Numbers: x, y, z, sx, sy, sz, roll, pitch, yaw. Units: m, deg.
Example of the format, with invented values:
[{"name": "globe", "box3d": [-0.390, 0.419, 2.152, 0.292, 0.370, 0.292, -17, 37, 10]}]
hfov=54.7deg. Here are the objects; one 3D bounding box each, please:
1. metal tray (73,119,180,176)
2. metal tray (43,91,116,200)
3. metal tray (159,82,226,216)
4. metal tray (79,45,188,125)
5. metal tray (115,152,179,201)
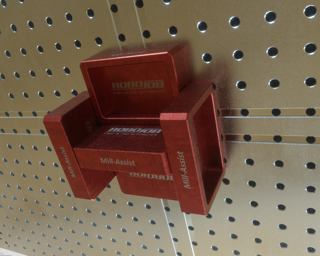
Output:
[{"name": "metal tray", "box3d": [-0.031, 0.017, 0.392, 0.130, 0.090, 0.030, 1, 119, 27]}, {"name": "metal tray", "box3d": [-0.100, 0.023, 0.433, 0.030, 0.090, 0.129, 1, 119, 28]}, {"name": "metal tray", "box3d": [0.043, 0.023, 0.359, 0.030, 0.090, 0.129, 1, 119, 28]}, {"name": "metal tray", "box3d": [-0.030, -0.050, 0.391, 0.130, 0.030, 0.089, 1, 119, 27]}, {"name": "metal tray", "box3d": [-0.004, 0.057, 0.442, 0.130, 0.030, 0.089, 1, 119, 27]}]
